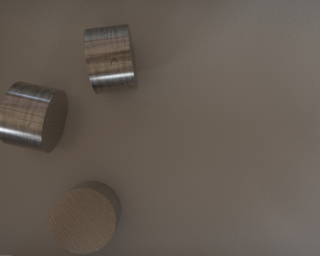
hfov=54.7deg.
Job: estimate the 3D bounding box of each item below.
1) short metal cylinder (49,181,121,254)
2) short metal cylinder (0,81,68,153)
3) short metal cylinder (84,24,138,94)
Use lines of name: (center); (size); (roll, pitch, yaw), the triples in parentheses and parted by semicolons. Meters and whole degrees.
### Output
short metal cylinder: (-0.093, 0.112, 0.398); (0.081, 0.050, 0.080); (0, 90, 0)
short metal cylinder: (-0.153, -0.013, 0.383); (0.050, 0.080, 0.080); (12, 90, 0)
short metal cylinder: (-0.058, -0.085, 0.383); (0.050, 0.080, 0.080); (-7, 90, 0)
